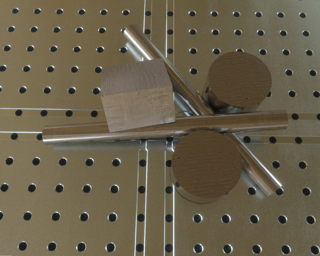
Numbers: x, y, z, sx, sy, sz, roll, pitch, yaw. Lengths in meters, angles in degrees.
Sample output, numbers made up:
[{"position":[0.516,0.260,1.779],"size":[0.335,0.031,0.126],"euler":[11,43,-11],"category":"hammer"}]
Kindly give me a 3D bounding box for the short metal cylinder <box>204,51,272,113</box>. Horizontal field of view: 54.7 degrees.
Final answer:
[{"position":[0.101,-0.055,0.416],"size":[0.081,0.050,0.080],"euler":[0,70,0],"category":"short metal cylinder"}]

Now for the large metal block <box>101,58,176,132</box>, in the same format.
[{"position":[-0.029,-0.044,0.391],"size":[0.081,0.050,0.080],"euler":[-9,36,-3],"category":"large metal block"}]

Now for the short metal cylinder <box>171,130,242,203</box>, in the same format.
[{"position":[0.054,0.048,0.377],"size":[0.081,0.050,0.080],"euler":[0,70,0],"category":"short metal cylinder"}]

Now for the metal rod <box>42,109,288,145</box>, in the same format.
[{"position":[0.002,0.000,0.390],"size":[0.302,0.025,0.025],"euler":[-4,70,5],"category":"metal rod"}]

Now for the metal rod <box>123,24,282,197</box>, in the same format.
[{"position":[0.048,-0.034,0.421],"size":[0.025,0.025,0.300],"euler":[-36,74,-12],"category":"metal rod"}]
